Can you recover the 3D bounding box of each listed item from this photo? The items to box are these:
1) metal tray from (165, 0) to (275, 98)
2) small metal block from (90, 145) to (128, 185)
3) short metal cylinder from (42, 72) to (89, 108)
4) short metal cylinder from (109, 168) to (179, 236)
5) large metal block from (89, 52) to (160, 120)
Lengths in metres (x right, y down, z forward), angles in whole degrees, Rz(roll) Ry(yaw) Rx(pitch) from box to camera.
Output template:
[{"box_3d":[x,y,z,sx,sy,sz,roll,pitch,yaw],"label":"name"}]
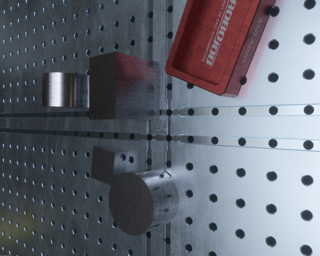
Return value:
[{"box_3d":[0.065,-0.110,0.352,0.090,0.030,0.129,30,109,36],"label":"metal tray"},{"box_3d":[-0.078,0.056,0.474,0.050,0.025,0.050,12,97,39],"label":"small metal block"},{"box_3d":[-0.146,-0.058,0.494,0.080,0.081,0.050,3,92,40],"label":"short metal cylinder"},{"box_3d":[-0.022,0.096,0.411,0.080,0.050,0.079,0,90,40],"label":"short metal cylinder"},{"box_3d":[-0.046,-0.051,0.411,0.050,0.081,0.079,0,90,40],"label":"large metal block"}]
